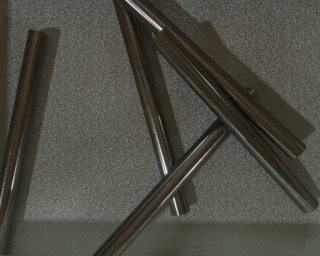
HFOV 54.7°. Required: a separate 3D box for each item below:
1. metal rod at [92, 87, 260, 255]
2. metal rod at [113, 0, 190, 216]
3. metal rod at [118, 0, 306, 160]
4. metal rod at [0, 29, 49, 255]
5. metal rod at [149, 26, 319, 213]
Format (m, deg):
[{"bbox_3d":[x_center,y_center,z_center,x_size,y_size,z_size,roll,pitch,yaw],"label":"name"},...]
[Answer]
[{"bbox_3d":[0.021,0.062,0.386,0.025,0.025,0.300,44,79,0],"label":"metal rod"},{"bbox_3d":[-0.012,-0.032,0.411,0.025,0.025,0.298,-15,90,0],"label":"metal rod"},{"bbox_3d":[0.060,-0.072,0.383,0.300,0.025,0.025,43,90,0],"label":"metal rod"},{"bbox_3d":[-0.189,0.021,0.408,0.025,0.025,0.298,11,90,-1],"label":"metal rod"},{"bbox_3d":[0.099,-0.001,0.381,0.025,0.025,0.300,-44,103,0],"label":"metal rod"}]
